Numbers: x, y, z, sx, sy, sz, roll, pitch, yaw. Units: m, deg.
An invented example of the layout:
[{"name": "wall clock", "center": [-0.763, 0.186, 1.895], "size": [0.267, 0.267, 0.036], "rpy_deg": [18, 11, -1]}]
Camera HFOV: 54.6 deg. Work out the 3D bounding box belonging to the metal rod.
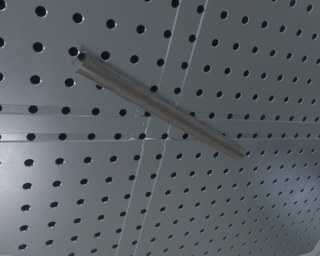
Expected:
[{"name": "metal rod", "center": [0.022, -0.014, 0.413], "size": [0.301, 0.025, 0.025], "rpy_deg": [28, 103, -38]}]
